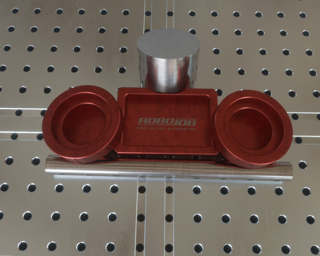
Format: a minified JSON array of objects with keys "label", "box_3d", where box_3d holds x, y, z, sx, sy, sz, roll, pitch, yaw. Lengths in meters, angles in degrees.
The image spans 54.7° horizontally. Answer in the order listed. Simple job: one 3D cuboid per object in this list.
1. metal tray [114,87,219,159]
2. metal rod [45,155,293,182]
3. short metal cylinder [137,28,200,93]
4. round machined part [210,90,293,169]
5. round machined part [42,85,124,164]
[{"label":"metal tray","box_3d":[0.009,-0.006,0.407,0.131,0.030,0.090,1,71,0]},{"label":"metal rod","box_3d":[0.011,0.050,0.389,0.302,0.025,0.025,2,70,0]},{"label":"short metal cylinder","box_3d":[0.011,-0.091,0.412,0.081,0.050,0.080,0,44,0]},{"label":"round machined part","box_3d":[0.111,0.004,0.393,0.099,0.042,0.098,3,68,-7]},{"label":"round machined part","box_3d":[-0.093,-0.002,0.393,0.099,0.042,0.098,-3,67,7]}]
